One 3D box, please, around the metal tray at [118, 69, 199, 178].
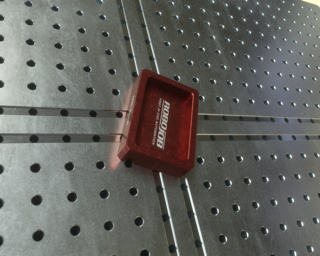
[{"bbox_3d":[0.003,-0.009,0.411,0.090,0.030,0.130,20,54,-17],"label":"metal tray"}]
